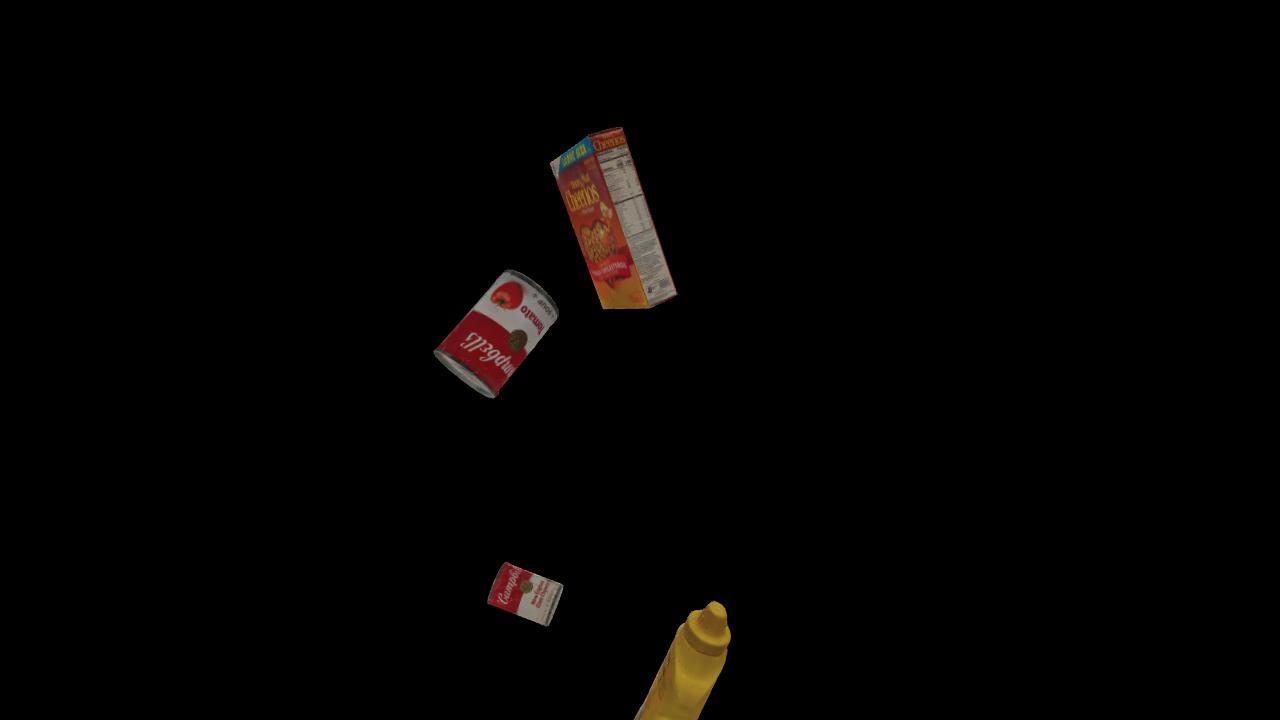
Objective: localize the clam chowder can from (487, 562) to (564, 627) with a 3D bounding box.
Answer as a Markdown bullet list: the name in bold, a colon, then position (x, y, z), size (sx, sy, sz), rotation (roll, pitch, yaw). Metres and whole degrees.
- **clam chowder can**: position (-0.180, 0.371, 0.973), size (0.102, 0.068, 0.068), rotation (20, 1, 4)

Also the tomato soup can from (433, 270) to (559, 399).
- **tomato soup can**: position (-0.129, -0.024, 0.563), size (0.068, 0.101, 0.068), rotation (31, -20, 13)

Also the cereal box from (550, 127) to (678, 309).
- **cereal box**: position (-0.054, -0.246, 1.129), size (0.081, 0.306, 0.203), rotation (-26, 16, -23)

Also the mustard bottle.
- **mustard bottle**: position (0.041, 0.302, 0.577), size (0.054, 0.184, 0.092), rotation (24, 19, 11)
